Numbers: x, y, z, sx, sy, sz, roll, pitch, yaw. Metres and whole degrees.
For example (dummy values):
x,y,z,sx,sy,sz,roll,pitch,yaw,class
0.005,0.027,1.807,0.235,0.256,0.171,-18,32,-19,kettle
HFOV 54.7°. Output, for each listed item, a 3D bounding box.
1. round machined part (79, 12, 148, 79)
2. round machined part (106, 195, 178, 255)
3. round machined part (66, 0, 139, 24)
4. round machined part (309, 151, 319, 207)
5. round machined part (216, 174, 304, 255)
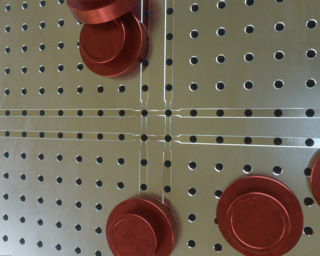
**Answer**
x,y,z,sx,sy,sz,roll,pitch,yaw,class
-0.070,-0.120,0.427,0.098,0.042,0.097,0,90,19,round machined part
-0.030,0.143,0.413,0.098,0.042,0.097,0,90,19,round machined part
-0.077,-0.183,0.404,0.098,0.042,0.098,-8,52,11,round machined part
0.214,0.059,0.328,0.098,0.042,0.097,0,90,19,round machined part
0.115,0.106,0.363,0.098,0.042,0.097,0,90,19,round machined part
